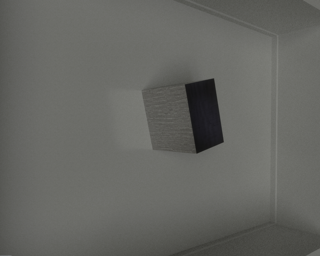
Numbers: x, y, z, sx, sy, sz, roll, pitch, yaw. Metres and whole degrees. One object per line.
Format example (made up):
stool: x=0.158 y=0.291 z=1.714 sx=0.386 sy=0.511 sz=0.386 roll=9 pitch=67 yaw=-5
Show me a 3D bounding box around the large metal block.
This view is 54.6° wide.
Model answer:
large metal block: x=0.028 y=-0.015 z=0.393 sx=0.050 sy=0.080 sz=0.080 roll=-18 pitch=101 yaw=-39
